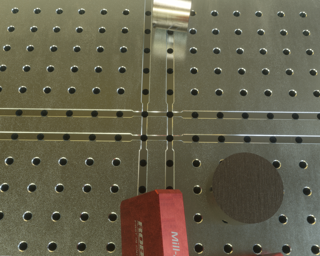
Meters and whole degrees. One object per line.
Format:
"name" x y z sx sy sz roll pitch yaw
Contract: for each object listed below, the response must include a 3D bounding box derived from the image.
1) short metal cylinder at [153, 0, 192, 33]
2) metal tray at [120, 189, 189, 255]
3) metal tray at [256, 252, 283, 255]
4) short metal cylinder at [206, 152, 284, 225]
"short metal cylinder" 0.021 -0.183 0.449 0.050 0.080 0.080 9 70 3
"metal tray" -0.007 0.136 0.325 0.030 0.090 0.130 7 67 -31
"metal tray" 0.090 0.181 0.302 0.131 0.030 0.090 6 63 -42
"short metal cylinder" 0.099 0.074 0.372 0.081 0.050 0.080 0 70 0
